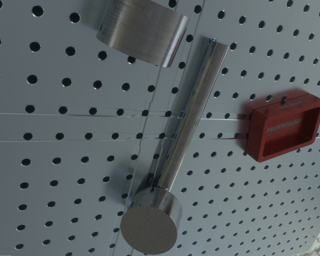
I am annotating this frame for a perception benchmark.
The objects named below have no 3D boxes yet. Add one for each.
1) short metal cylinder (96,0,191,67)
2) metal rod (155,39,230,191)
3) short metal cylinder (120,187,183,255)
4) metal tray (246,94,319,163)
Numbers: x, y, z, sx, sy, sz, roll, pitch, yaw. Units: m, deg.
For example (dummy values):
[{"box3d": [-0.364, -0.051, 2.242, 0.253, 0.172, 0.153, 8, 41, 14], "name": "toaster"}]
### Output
[{"box3d": [-0.016, -0.100, 0.306, 0.081, 0.080, 0.050, 11, 113, -33], "name": "short metal cylinder"}, {"box3d": [0.029, 0.023, 0.443, 0.025, 0.025, 0.298, 6, 116, -32], "name": "metal rod"}, {"box3d": [-0.011, 0.133, 0.448, 0.080, 0.050, 0.079, 4, 109, 11], "name": "short metal cylinder"}, {"box3d": [0.213, 0.000, 0.527, 0.131, 0.030, 0.089, -15, 125, -20], "name": "metal tray"}]
